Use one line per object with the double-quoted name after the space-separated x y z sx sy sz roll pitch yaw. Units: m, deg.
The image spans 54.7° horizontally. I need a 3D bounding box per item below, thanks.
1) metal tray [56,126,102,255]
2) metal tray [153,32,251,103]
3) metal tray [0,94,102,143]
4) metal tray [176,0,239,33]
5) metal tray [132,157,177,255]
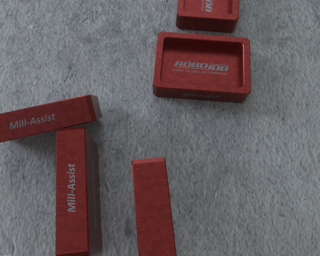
-0.088 0.073 0.345 0.030 0.090 0.129 -5 70 -4 "metal tray"
0.059 -0.086 0.437 0.131 0.030 0.090 4 70 1 "metal tray"
-0.141 -0.011 0.373 0.131 0.090 0.030 -13 96 -5 "metal tray"
0.075 -0.215 0.484 0.091 0.030 0.130 5 70 1 "metal tray"
-0.006 0.089 0.320 0.030 0.130 0.090 -6 70 -2 "metal tray"
